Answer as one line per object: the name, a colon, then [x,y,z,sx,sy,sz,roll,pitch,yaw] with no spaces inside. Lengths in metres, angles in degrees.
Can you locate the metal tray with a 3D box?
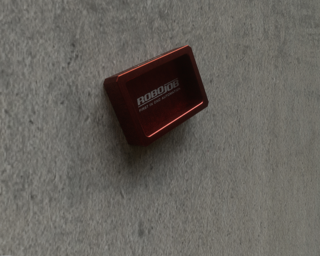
metal tray: [0.001,-0.044,0.401,0.131,0.030,0.090,-33,110,-35]
